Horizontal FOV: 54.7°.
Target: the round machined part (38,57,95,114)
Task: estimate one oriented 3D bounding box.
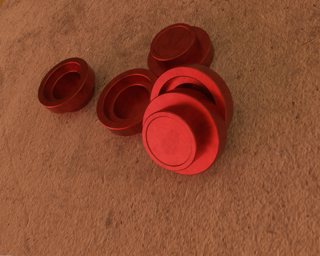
[{"bbox_3d":[-0.147,-0.065,0.511,0.098,0.042,0.098,-13,56,21],"label":"round machined part"}]

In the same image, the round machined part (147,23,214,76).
[{"bbox_3d":[0.025,-0.112,0.449,0.098,0.042,0.098,-13,56,21],"label":"round machined part"}]

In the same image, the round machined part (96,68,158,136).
[{"bbox_3d":[-0.035,-0.031,0.431,0.098,0.042,0.098,-13,56,21],"label":"round machined part"}]

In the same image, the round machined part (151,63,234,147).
[{"bbox_3d":[0.041,-0.027,0.366,0.098,0.097,0.042,10,24,32],"label":"round machined part"}]

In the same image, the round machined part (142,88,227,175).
[{"bbox_3d":[0.020,0.008,0.341,0.098,0.097,0.042,10,24,32],"label":"round machined part"}]
